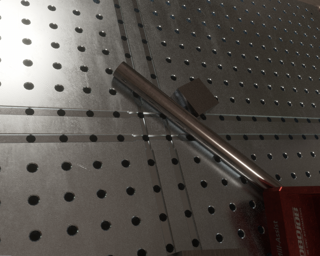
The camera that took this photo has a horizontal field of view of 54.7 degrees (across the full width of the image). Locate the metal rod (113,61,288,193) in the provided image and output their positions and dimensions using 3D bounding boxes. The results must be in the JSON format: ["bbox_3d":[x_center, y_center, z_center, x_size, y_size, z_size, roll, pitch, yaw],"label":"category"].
[{"bbox_3d":[0.062,0.009,0.437,0.301,0.025,0.025,38,51,-3],"label":"metal rod"}]

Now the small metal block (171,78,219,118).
[{"bbox_3d":[0.052,-0.042,0.464,0.050,0.025,0.050,-31,79,-38],"label":"small metal block"}]

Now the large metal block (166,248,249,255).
[{"bbox_3d":[0.051,0.171,0.317,0.081,0.050,0.080,8,58,-24],"label":"large metal block"}]

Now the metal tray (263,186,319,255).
[{"bbox_3d":[0.187,0.143,0.403,0.091,0.030,0.129,5,72,-26],"label":"metal tray"}]
